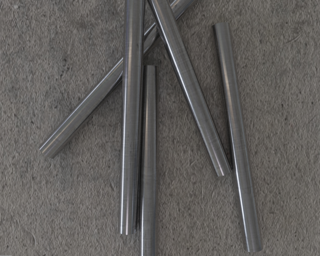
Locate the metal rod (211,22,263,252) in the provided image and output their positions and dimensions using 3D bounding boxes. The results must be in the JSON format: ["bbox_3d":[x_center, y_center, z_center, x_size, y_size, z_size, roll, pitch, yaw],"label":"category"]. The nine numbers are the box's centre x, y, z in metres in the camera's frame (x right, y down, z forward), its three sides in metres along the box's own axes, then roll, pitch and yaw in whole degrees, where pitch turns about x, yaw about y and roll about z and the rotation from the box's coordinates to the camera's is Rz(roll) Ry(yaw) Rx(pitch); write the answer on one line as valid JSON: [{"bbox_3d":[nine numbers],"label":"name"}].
[{"bbox_3d":[0.102,0.012,0.410,0.025,0.025,0.298,-9,90,0],"label":"metal rod"}]

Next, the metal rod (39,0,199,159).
[{"bbox_3d":[-0.049,-0.079,0.409,0.025,0.025,0.300,42,90,0],"label":"metal rod"}]

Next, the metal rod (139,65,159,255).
[{"bbox_3d":[-0.015,0.069,0.409,0.025,0.025,0.298,0,90,0],"label":"metal rod"}]

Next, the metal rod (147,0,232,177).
[{"bbox_3d":[0.028,-0.079,0.391,0.025,0.025,0.299,-22,97,0],"label":"metal rod"}]

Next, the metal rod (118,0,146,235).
[{"bbox_3d":[-0.036,-0.012,0.392,0.025,0.025,0.298,3,97,0],"label":"metal rod"}]
